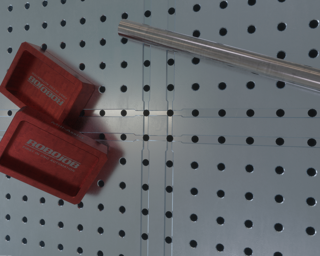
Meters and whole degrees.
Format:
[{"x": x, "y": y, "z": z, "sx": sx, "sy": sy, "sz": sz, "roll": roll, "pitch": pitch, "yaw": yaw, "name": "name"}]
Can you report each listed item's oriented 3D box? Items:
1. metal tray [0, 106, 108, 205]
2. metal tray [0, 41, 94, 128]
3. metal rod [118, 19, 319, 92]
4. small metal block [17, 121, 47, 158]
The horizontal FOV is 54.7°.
[{"x": -0.149, "y": 0.039, "z": 0.427, "sx": 0.131, "sy": 0.030, "sz": 0.090, "roll": 30, "pitch": 102, "yaw": -17, "name": "metal tray"}, {"x": -0.174, "y": -0.060, "z": 0.471, "sx": 0.130, "sy": 0.030, "sz": 0.090, "roll": 35, "pitch": 101, "yaw": 16, "name": "metal tray"}, {"x": 0.082, "y": -0.089, "z": 0.383, "sx": 0.301, "sy": 0.025, "sz": 0.025, "roll": 20, "pitch": 97, "yaw": 18, "name": "metal rod"}, {"x": -0.193, "y": 0.018, "z": 0.468, "sx": 0.025, "sy": 0.050, "sz": 0.050, "roll": -38, "pitch": 78, "yaw": 16, "name": "small metal block"}]
